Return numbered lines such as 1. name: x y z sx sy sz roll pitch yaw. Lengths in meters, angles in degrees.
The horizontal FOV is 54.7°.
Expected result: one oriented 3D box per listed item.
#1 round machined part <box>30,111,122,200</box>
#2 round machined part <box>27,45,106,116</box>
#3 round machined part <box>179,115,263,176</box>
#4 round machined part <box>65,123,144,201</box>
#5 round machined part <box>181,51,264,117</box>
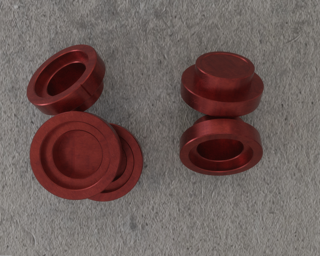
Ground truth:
1. round machined part: -0.093 0.030 0.358 0.099 0.042 0.097 0 92 -1
2. round machined part: -0.110 -0.054 0.383 0.098 0.042 0.098 -14 50 18
3. round machined part: 0.074 0.018 0.384 0.099 0.097 0.042 4 53 0
4. round machined part: -0.070 0.042 0.401 0.099 0.042 0.097 0 90 0
5. round machined part: 0.075 -0.058 0.372 0.099 0.098 0.042 2 129 0
